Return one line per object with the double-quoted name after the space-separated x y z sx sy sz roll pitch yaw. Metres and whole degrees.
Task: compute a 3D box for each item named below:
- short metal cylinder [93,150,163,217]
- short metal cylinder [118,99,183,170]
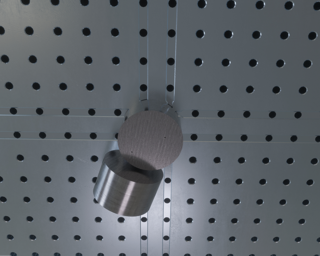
-0.042 0.071 0.410 0.080 0.080 0.050 19 109 -7 "short metal cylinder"
-0.012 0.008 0.403 0.081 0.050 0.079 0 110 0 "short metal cylinder"
